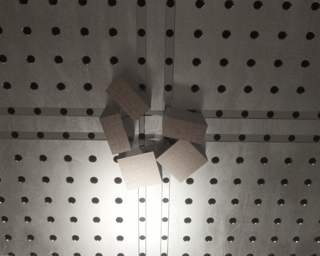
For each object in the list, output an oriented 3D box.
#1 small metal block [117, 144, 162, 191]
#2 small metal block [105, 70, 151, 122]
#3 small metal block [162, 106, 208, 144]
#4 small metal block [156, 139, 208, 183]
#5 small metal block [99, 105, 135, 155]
[{"bbox_3d":[-0.027,0.055,0.433,0.050,0.025,0.050,-13,110,4],"label":"small metal block"},{"bbox_3d":[-0.037,-0.041,0.384,0.025,0.050,0.050,-40,106,13],"label":"small metal block"},{"bbox_3d":[0.030,-0.005,0.399,0.050,0.050,0.025,12,110,-5],"label":"small metal block"},{"bbox_3d":[0.030,0.039,0.428,0.050,0.025,0.050,-41,106,13],"label":"small metal block"},{"bbox_3d":[-0.054,-0.001,0.399,0.025,0.050,0.050,-15,110,5],"label":"small metal block"}]
